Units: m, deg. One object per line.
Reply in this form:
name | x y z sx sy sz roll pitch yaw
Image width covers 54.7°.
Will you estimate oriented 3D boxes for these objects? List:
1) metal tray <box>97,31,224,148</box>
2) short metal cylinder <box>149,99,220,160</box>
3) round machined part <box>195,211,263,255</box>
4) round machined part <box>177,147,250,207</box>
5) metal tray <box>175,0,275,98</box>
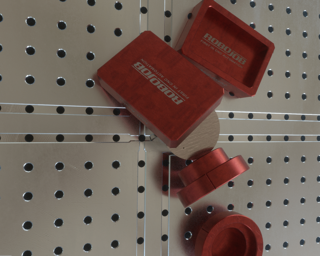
metal tray | 0.000 -0.050 0.379 0.130 0.030 0.090 42 74 15
short metal cylinder | 0.032 0.000 0.412 0.081 0.050 0.079 0 90 -20
round machined part | 0.093 0.166 0.440 0.099 0.042 0.097 0 90 -21
round machined part | 0.063 0.060 0.404 0.099 0.098 0.042 -26 74 -18
metal tray | 0.094 -0.112 0.445 0.131 0.030 0.090 27 81 -18
